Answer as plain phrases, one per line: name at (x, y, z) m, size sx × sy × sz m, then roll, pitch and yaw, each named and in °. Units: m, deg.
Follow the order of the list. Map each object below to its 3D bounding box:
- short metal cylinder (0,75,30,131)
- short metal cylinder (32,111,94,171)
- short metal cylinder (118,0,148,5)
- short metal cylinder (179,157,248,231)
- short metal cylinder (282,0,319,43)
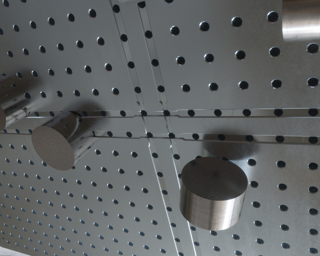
short metal cylinder at (-0.264, -0.041, 0.509) m, size 0.080 × 0.050 × 0.079 m, roll 13°, pitch 124°, yaw 21°
short metal cylinder at (-0.152, 0.020, 0.488) m, size 0.080 × 0.050 × 0.079 m, roll 13°, pitch 124°, yaw 21°
short metal cylinder at (-0.017, -0.161, 0.285) m, size 0.050 × 0.080 × 0.080 m, roll -3°, pitch 117°, yaw 29°
short metal cylinder at (0.066, 0.081, 0.391) m, size 0.080 × 0.080 × 0.050 m, roll 14°, pitch 124°, yaw 20°
short metal cylinder at (0.127, -0.109, 0.242) m, size 0.050 × 0.080 × 0.079 m, roll 5°, pitch 121°, yaw 26°
